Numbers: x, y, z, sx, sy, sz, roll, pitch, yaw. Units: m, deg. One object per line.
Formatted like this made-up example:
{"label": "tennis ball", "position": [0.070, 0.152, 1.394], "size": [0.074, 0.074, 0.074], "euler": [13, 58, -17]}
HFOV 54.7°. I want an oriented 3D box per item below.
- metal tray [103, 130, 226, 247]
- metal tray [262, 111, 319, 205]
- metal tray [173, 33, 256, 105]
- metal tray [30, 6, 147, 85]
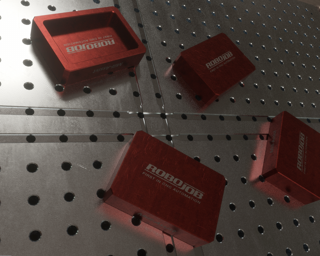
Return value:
{"label": "metal tray", "position": [0.010, 0.071, 0.368], "size": [0.131, 0.030, 0.090], "euler": [30, 52, -10]}
{"label": "metal tray", "position": [0.218, 0.044, 0.498], "size": [0.090, 0.030, 0.130], "euler": [32, 51, -8]}
{"label": "metal tray", "position": [0.094, -0.103, 0.521], "size": [0.131, 0.030, 0.090], "euler": [-34, 81, -39]}
{"label": "metal tray", "position": [-0.095, -0.118, 0.426], "size": [0.131, 0.030, 0.090], "euler": [-26, 76, -37]}
